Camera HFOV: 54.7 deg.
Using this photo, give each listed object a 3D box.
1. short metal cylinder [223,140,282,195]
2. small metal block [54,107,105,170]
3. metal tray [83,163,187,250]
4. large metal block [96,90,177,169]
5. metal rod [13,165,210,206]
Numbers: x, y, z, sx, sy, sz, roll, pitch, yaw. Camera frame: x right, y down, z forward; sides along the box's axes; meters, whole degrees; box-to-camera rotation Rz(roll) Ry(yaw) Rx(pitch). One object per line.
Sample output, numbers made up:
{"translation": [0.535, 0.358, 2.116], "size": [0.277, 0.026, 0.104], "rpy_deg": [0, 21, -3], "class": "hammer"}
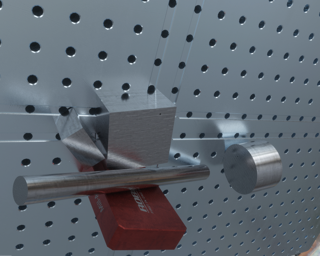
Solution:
{"translation": [0.147, 0.062, 0.497], "size": [0.050, 0.080, 0.079], "rpy_deg": [-7, 122, -25], "class": "short metal cylinder"}
{"translation": [-0.092, 0.012, 0.353], "size": [0.025, 0.050, 0.050], "rpy_deg": [-33, 129, -7], "class": "small metal block"}
{"translation": [-0.037, 0.089, 0.379], "size": [0.091, 0.130, 0.030], "rpy_deg": [15, 110, -35], "class": "metal tray"}
{"translation": [-0.032, 0.002, 0.380], "size": [0.081, 0.050, 0.079], "rpy_deg": [-7, 122, -25], "class": "large metal block"}
{"translation": [-0.024, 0.062, 0.379], "size": [0.302, 0.025, 0.025], "rpy_deg": [5, 117, -52], "class": "metal rod"}
